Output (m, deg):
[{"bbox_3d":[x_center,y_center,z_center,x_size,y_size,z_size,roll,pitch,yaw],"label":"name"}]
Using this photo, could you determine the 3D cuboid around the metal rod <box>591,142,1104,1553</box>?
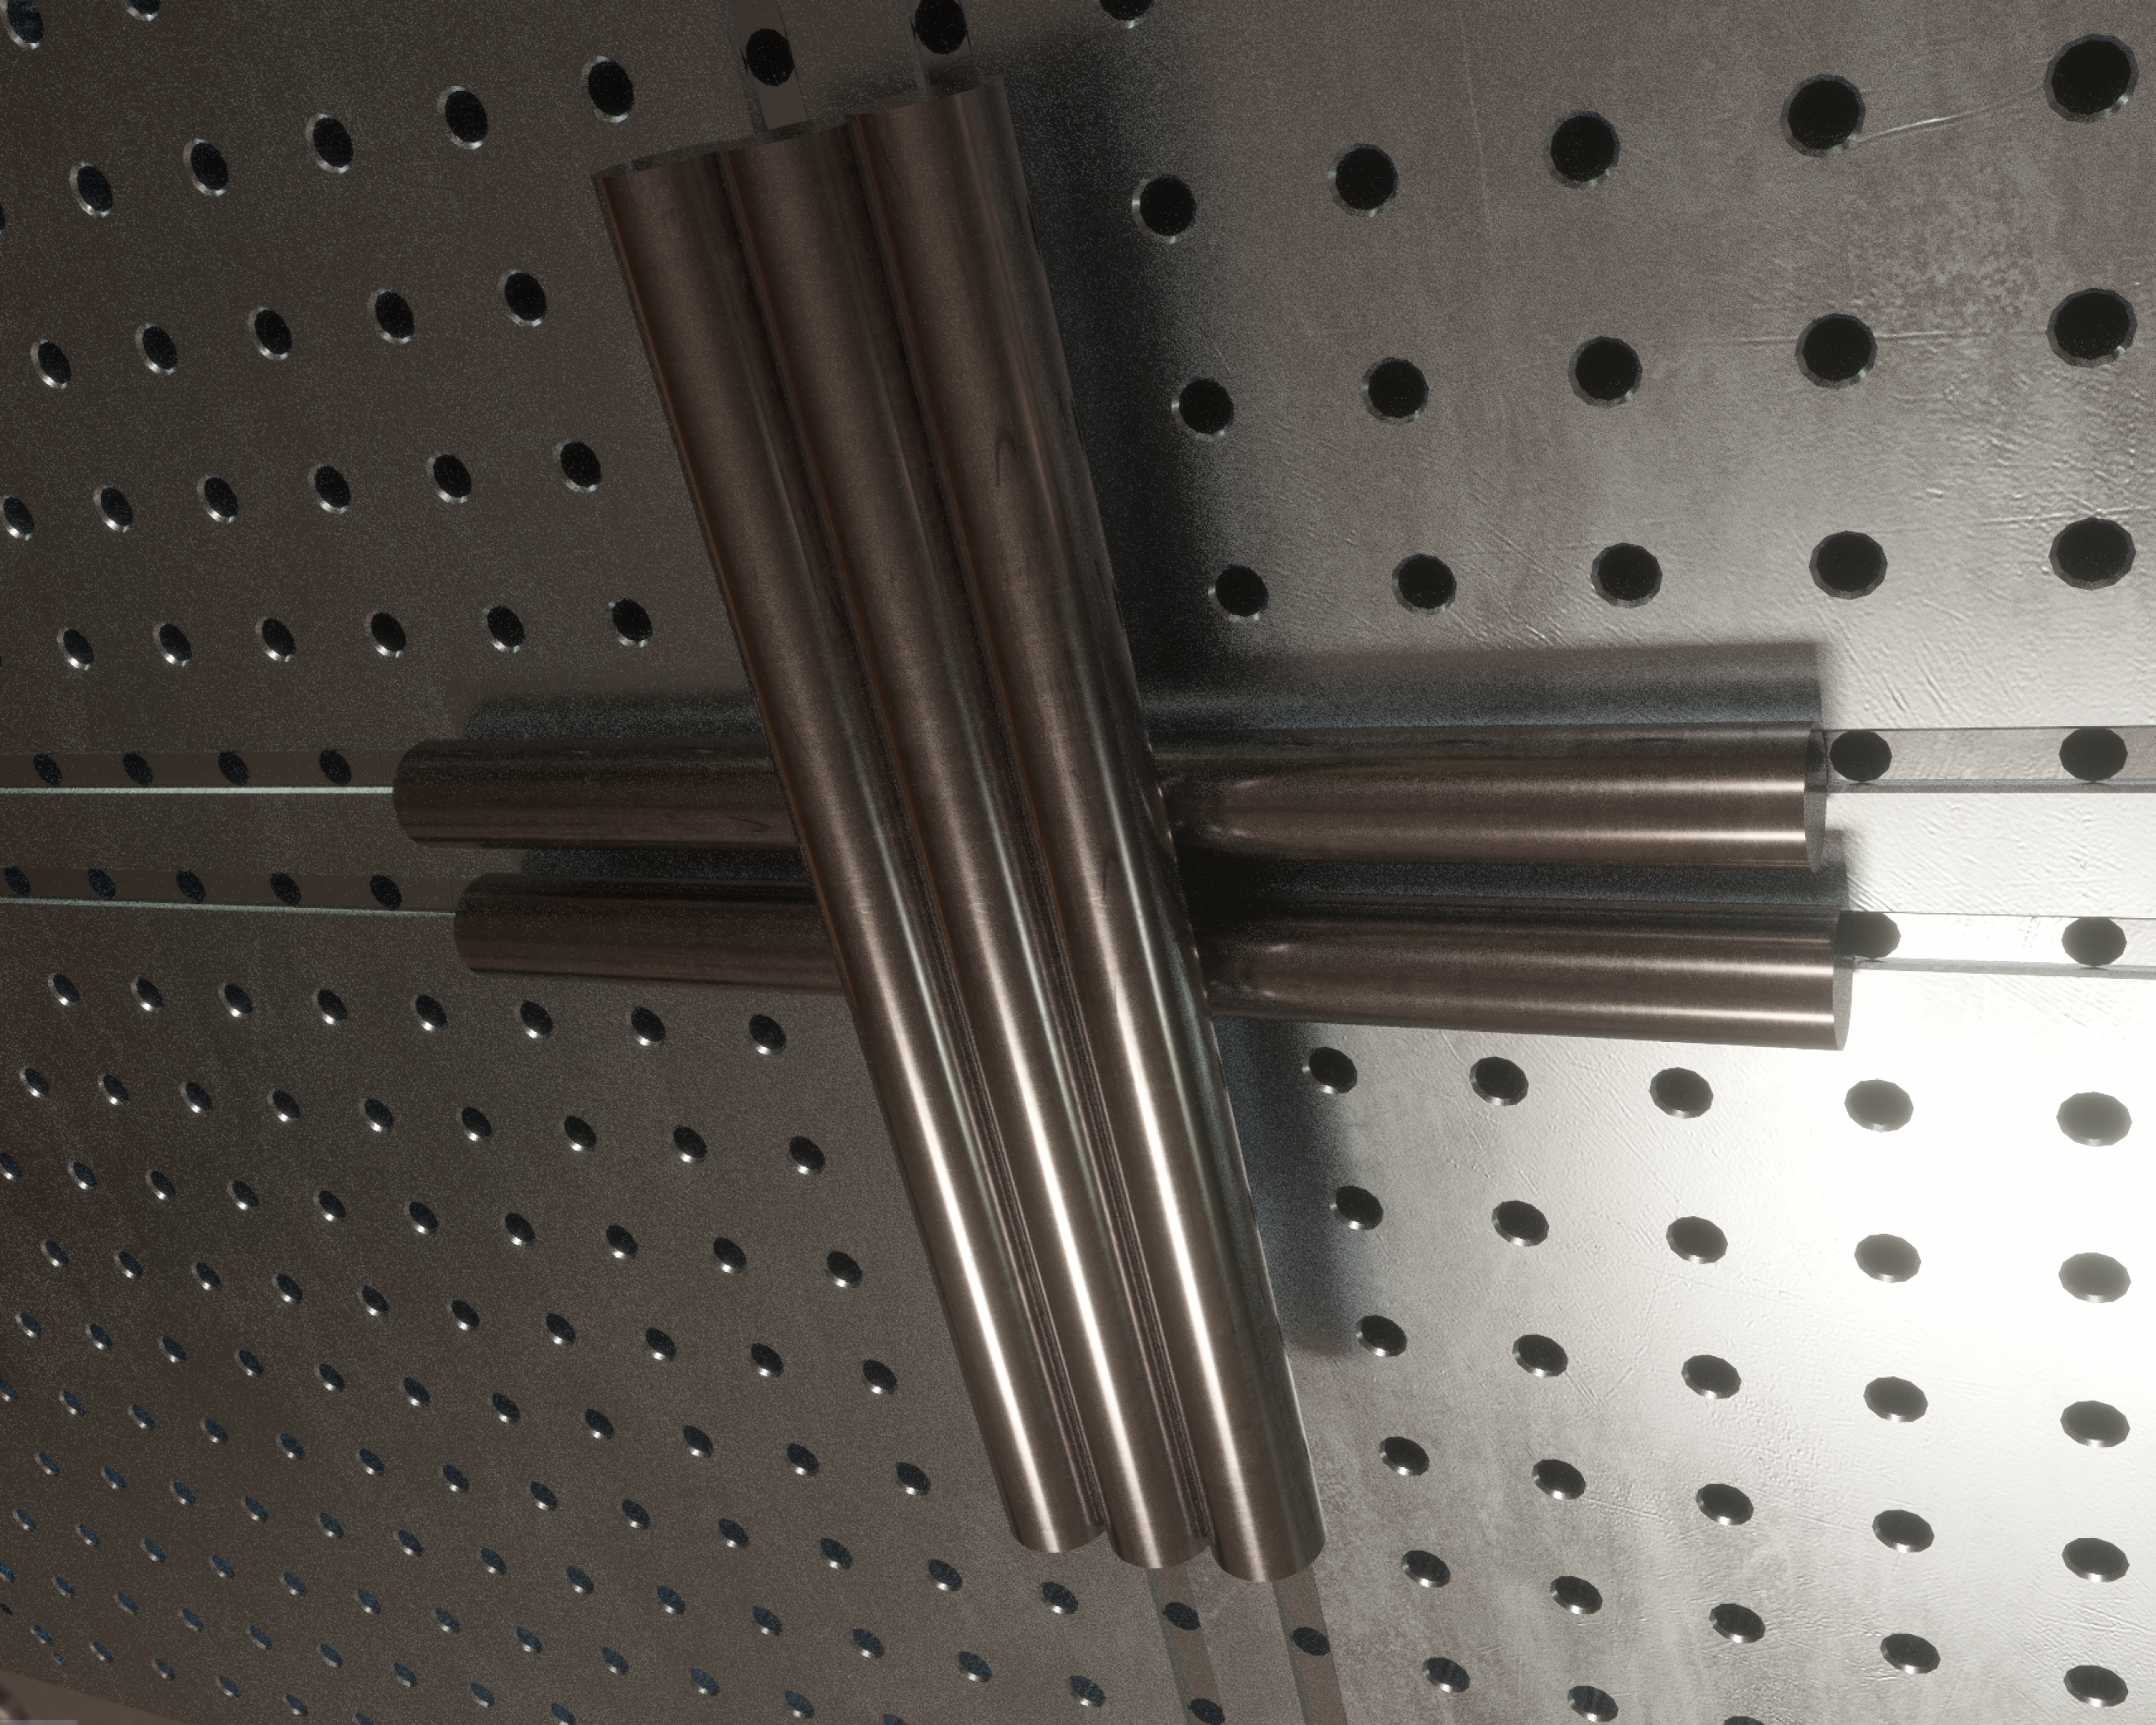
[{"bbox_3d":[-0.035,0.015,0.406,0.025,0.025,0.298,0,119,27],"label":"metal rod"}]

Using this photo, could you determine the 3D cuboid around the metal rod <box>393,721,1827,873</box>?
[{"bbox_3d":[-0.013,-0.013,0.409,0.301,0.025,0.025,1,119,27],"label":"metal rod"}]

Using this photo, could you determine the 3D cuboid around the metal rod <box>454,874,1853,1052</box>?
[{"bbox_3d":[-0.004,0.017,0.423,0.301,0.025,0.025,1,119,27],"label":"metal rod"}]

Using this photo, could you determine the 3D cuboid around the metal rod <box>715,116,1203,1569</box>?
[{"bbox_3d":[-0.013,0.015,0.394,0.025,0.025,0.298,0,119,27],"label":"metal rod"}]

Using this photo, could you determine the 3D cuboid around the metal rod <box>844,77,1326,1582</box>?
[{"bbox_3d":[0.009,0.014,0.382,0.025,0.025,0.298,0,119,27],"label":"metal rod"}]
